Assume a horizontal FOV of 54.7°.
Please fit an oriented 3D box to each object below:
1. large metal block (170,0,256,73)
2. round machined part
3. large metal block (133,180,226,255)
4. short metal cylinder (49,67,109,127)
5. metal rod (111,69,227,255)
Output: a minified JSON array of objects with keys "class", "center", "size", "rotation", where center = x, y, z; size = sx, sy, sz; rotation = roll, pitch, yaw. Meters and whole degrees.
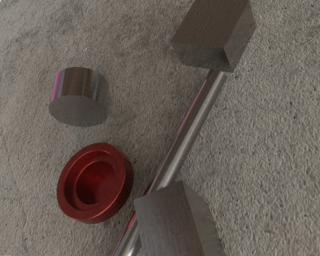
[{"class":"large metal block","center":[0.074,-0.129,0.427],"size":[0.080,0.050,0.080],"rotation":[18,71,34]},{"class":"round machined part","center":[-0.075,0.071,0.388],"size":[0.098,0.042,0.098],"rotation":[-13,56,20]},{"class":"large metal block","center":[0.023,0.106,0.290],"size":[0.050,0.080,0.080],"rotation":[-25,53,13]},{"class":"short metal cylinder","center":[-0.117,-0.044,0.455],"size":[0.080,0.080,0.050],"rotation":[-14,56,20]},{"class":"metal rod","center":[0.006,0.057,0.364],"size":[0.025,0.025,0.300],"rotation":[18,71,34]}]
